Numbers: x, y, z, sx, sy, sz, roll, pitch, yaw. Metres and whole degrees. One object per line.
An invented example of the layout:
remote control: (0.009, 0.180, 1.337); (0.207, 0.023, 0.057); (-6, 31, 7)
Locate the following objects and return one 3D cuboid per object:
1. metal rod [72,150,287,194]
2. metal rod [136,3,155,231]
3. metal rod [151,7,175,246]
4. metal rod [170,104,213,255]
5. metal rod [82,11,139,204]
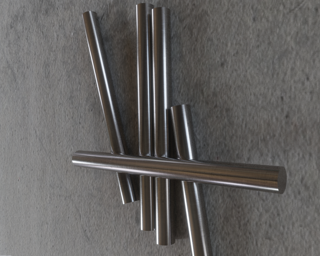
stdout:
metal rod: (-0.006, 0.047, 0.373); (0.300, 0.025, 0.025); (0, 90, 39)
metal rod: (-0.017, -0.015, 0.416); (0.025, 0.025, 0.298); (-2, 89, 39)
metal rod: (0.004, -0.003, 0.399); (0.025, 0.025, 0.298); (-2, 89, 39)
metal rod: (0.045, 0.120, 0.365); (0.025, 0.025, 0.298); (-13, 82, 39)
metal rod: (-0.076, -0.038, 0.465); (0.025, 0.025, 0.299); (-23, 76, 37)
